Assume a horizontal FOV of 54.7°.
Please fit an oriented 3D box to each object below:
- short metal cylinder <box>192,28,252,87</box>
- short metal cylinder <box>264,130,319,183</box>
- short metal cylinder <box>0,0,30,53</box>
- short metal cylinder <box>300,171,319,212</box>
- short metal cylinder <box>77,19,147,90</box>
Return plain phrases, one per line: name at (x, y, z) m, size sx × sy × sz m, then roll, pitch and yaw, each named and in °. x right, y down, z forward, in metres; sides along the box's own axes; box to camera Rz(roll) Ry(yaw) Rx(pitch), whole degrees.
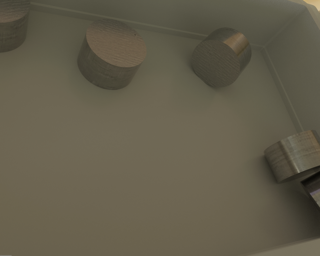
short metal cylinder at (0.098, -0.112, 0.494) m, size 0.080 × 0.080 × 0.050 m, roll 42°, pitch 51°, yaw 0°
short metal cylinder at (0.202, 0.044, 0.455) m, size 0.081 × 0.080 × 0.050 m, roll -5°, pitch 64°, yaw -31°
short metal cylinder at (-0.199, -0.137, 0.366) m, size 0.081 × 0.050 × 0.080 m, roll 14°, pitch 56°, yaw -21°
short metal cylinder at (0.246, 0.099, 0.439) m, size 0.080 × 0.050 × 0.080 m, roll 53°, pitch 13°, yaw -16°
short metal cylinder at (-0.065, -0.098, 0.416) m, size 0.081 × 0.050 × 0.080 m, roll 14°, pitch 56°, yaw -21°
